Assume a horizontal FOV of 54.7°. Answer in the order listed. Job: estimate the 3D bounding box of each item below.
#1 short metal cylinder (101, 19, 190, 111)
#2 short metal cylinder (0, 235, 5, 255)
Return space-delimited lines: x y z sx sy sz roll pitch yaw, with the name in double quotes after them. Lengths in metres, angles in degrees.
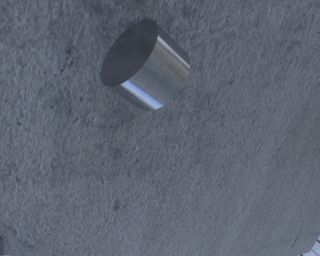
-0.016 -0.065 0.324 0.050 0.080 0.080 34 99 -39 "short metal cylinder"
-0.230 0.166 0.368 0.081 0.050 0.079 -14 125 -21 "short metal cylinder"
